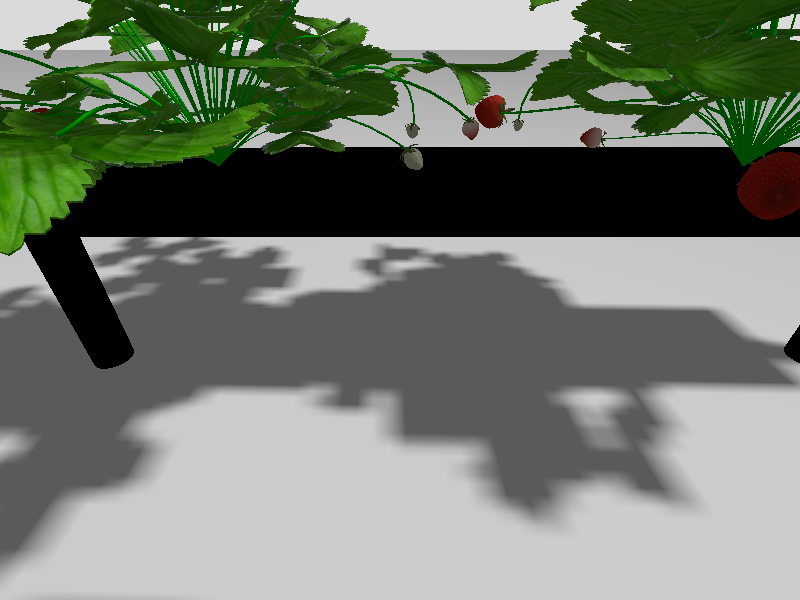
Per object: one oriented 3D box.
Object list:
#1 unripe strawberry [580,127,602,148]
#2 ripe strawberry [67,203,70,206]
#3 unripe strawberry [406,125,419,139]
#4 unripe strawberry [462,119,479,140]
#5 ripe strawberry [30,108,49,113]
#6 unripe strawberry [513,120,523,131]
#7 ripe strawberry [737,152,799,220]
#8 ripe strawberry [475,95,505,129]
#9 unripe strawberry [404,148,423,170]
[{"bbox_3d":[0.186,-0.158,0.390,0.019,0.019,0.021,17,37,25],"label":"unripe strawberry"},{"bbox_3d":[-0.223,-0.067,0.244,0.031,0.033,0.034,19,39,26],"label":"ripe strawberry"},{"bbox_3d":[0.013,-0.180,0.429,0.013,0.014,0.015,-19,38,-27],"label":"unripe strawberry"},{"bbox_3d":[0.077,-0.182,0.430,0.019,0.020,0.018,-31,40,-8],"label":"unripe strawberry"},{"bbox_3d":[-0.309,-0.146,0.351,0.041,0.041,0.046,4,34,7],"label":"ripe strawberry"},{"bbox_3d":[0.127,-0.189,0.433,0.010,0.011,0.011,21,39,28],"label":"unripe strawberry"},{"bbox_3d":[0.218,-0.065,0.233,0.033,0.038,0.036,19,39,27],"label":"ripe strawberry"},{"bbox_3d":[0.106,-0.222,0.471,0.034,0.036,0.031,25,41,34],"label":"ripe strawberry"},{"bbox_3d":[0.012,-0.115,0.329,0.016,0.018,0.018,-35,24,24],"label":"unripe strawberry"}]
